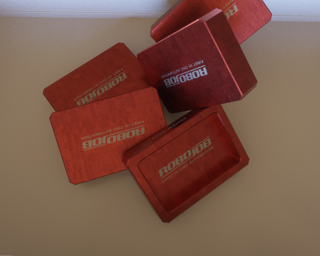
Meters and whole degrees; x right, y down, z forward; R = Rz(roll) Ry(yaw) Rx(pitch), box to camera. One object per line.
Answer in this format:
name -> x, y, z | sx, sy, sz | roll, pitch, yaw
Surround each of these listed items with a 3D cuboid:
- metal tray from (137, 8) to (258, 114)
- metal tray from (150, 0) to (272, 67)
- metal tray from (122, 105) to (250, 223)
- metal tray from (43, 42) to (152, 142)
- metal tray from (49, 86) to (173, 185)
metal tray -> 0.036, -0.068, 0.358 | 0.030, 0.130, 0.090 | -40, 107, -30
metal tray -> 0.063, -0.136, 0.401 | 0.130, 0.030, 0.090 | -38, 113, 18
metal tray -> 0.033, 0.038, 0.370 | 0.131, 0.030, 0.090 | -33, 104, -13
metal tray -> -0.078, -0.048, 0.424 | 0.131, 0.030, 0.090 | -36, 74, -13
metal tray -> -0.057, 0.008, 0.385 | 0.131, 0.030, 0.089 | -16, 96, -6
